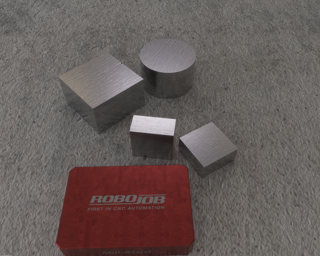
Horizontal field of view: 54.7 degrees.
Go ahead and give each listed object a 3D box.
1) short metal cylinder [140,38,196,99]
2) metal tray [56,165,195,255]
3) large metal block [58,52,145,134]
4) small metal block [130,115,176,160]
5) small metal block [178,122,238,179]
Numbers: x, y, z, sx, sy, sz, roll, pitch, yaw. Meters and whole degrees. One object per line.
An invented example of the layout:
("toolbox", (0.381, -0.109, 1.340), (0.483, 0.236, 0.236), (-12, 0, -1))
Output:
("short metal cylinder", (0.011, -0.089, 0.462), (0.081, 0.050, 0.080), (0, 50, 0))
("metal tray", (-0.033, 0.085, 0.328), (0.131, 0.030, 0.090), (-1, 50, -1))
("large metal block", (-0.078, -0.051, 0.429), (0.080, 0.050, 0.080), (-35, 58, -26))
("small metal block", (-0.008, 0.013, 0.376), (0.050, 0.050, 0.025), (6, 51, 5))
("small metal block", (0.058, 0.026, 0.381), (0.050, 0.025, 0.050), (-25, 55, -20))
